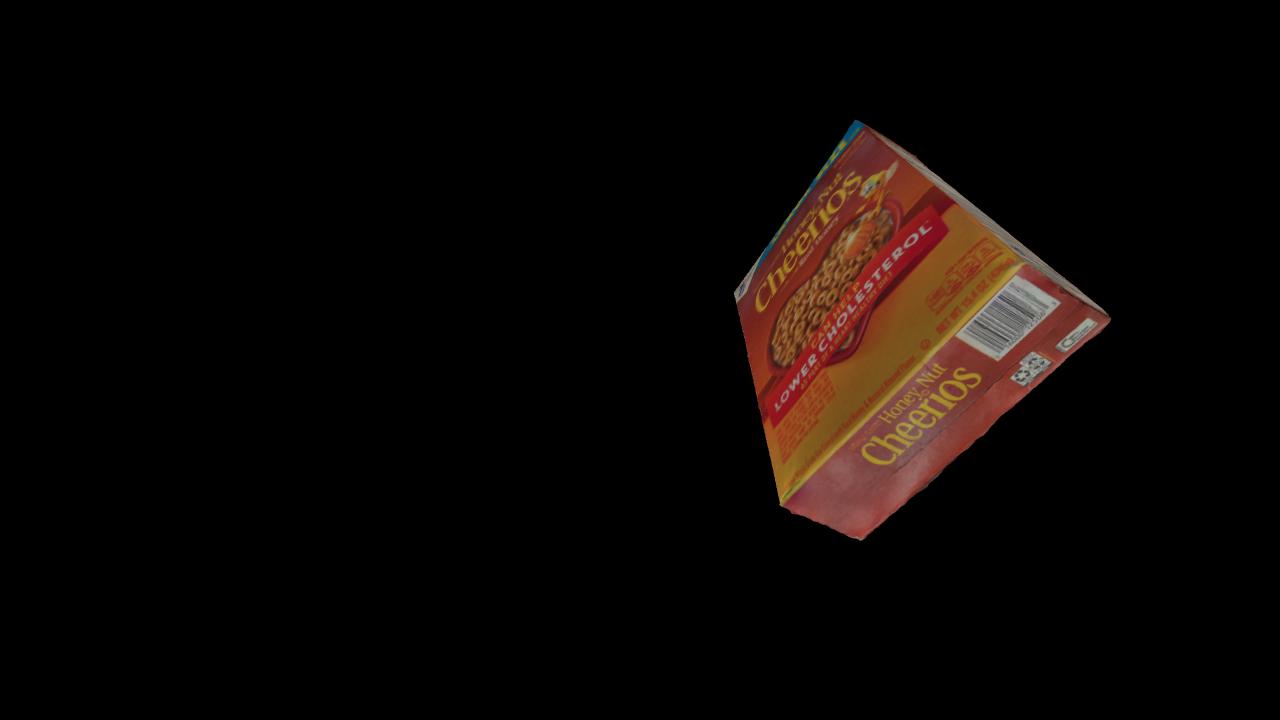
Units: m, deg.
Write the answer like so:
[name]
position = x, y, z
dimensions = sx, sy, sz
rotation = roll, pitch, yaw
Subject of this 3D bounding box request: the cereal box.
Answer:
[cereal box]
position = 0.169, -0.046, 0.479
dimensions = 0.081, 0.203, 0.306
rotation = 25, 31, -15
